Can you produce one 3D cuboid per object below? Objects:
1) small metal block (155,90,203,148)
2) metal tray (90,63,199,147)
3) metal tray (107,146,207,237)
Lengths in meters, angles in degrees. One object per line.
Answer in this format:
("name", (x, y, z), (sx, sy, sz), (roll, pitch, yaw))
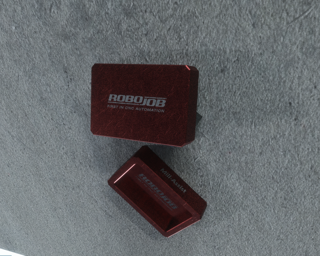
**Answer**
("small metal block", (0.016, -0.011, 0.392), (0.050, 0.025, 0.050), (43, 129, -2))
("metal tray", (-0.022, -0.031, 0.374), (0.130, 0.030, 0.089), (6, 99, 25))
("metal tray", (-0.006, 0.098, 0.467), (0.130, 0.030, 0.090), (44, 129, -3))
